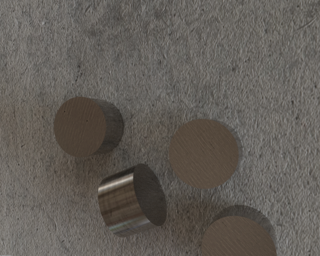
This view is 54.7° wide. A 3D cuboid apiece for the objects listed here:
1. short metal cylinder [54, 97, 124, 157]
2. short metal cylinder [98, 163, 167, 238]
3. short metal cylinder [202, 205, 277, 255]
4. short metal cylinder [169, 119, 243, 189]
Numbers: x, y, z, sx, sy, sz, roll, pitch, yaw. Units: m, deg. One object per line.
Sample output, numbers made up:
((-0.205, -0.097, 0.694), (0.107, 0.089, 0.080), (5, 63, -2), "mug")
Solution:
((-0.098, -0.001, 0.430), (0.080, 0.050, 0.080), (0, 90, 20), "short metal cylinder")
((-0.033, 0.091, 0.391), (0.050, 0.080, 0.080), (-24, 82, 18), "short metal cylinder")
((0.094, 0.136, 0.362), (0.080, 0.050, 0.080), (0, 90, 20), "short metal cylinder")
((0.057, 0.029, 0.375), (0.080, 0.050, 0.080), (0, 90, 20), "short metal cylinder")
